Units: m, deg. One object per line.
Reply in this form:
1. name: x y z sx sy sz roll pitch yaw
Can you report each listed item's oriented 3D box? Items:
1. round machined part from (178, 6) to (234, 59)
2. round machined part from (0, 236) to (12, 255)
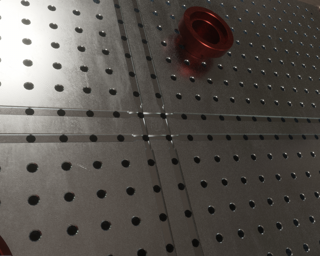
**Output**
1. round machined part: 0.075 -0.160 0.537 0.099 0.042 0.098 14 56 -21
2. round machined part: -0.154 0.115 0.222 0.042 0.098 0.098 -30 75 5
